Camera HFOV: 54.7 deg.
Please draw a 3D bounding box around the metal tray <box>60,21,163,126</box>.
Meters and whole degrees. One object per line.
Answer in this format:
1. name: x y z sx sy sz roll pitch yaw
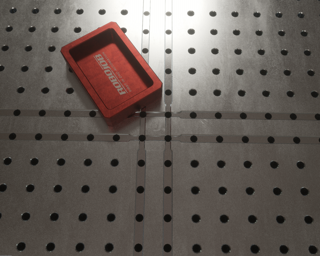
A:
1. metal tray: -0.068 -0.079 0.436 0.090 0.030 0.130 -32 74 -12
